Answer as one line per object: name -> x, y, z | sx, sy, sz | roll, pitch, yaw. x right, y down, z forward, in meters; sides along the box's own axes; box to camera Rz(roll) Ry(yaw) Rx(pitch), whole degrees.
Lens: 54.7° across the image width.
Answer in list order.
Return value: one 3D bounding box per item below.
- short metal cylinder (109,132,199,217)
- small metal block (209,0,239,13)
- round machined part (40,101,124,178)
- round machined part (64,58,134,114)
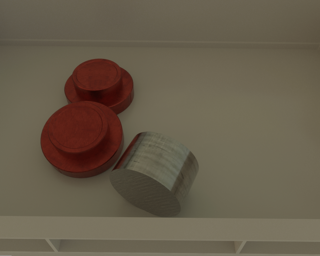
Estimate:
short metal cylinder -> -0.006, 0.050, 0.328 | 0.080, 0.080, 0.050 | 20, 53, 15
small metal block -> 0.134, -0.264, 0.631 | 0.050, 0.025, 0.050 | 18, 52, 14
round machined part -> -0.095, 0.008, 0.374 | 0.099, 0.042, 0.098 | 0, 62, 0
round machined part -> -0.088, -0.063, 0.446 | 0.099, 0.042, 0.098 | 0, 50, 0
